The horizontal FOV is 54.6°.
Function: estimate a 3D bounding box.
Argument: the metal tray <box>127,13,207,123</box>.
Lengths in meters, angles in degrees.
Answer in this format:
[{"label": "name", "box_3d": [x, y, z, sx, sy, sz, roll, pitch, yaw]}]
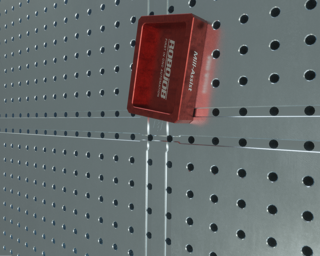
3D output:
[{"label": "metal tray", "box_3d": [0.006, -0.077, 0.401, 0.090, 0.030, 0.129, 14, 99, 39]}]
